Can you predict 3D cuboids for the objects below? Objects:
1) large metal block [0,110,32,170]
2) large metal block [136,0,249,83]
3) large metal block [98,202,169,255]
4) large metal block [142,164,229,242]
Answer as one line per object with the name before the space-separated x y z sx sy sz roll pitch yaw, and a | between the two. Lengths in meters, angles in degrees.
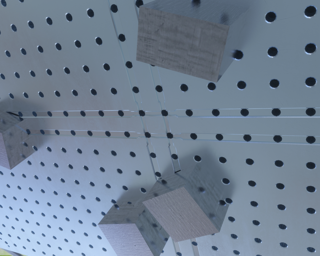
large metal block | -0.285 0.017 0.553 0.080 0.050 0.079 18 126 17
large metal block | 0.033 -0.092 0.301 0.080 0.080 0.050 19 126 17
large metal block | -0.044 0.175 0.525 0.080 0.050 0.080 -13 112 33
large metal block | 0.037 0.109 0.442 0.080 0.050 0.080 -29 103 37
